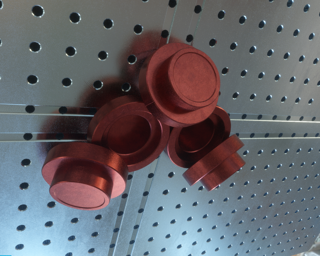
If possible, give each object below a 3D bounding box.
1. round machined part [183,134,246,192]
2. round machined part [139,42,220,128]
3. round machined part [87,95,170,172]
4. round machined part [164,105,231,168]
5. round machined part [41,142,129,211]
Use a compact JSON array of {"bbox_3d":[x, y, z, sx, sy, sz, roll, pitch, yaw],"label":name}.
[{"bbox_3d":[0.084,0.055,0.447,0.098,0.042,0.098,-36,167,-9],"label":"round machined part"},{"bbox_3d":[0.029,-0.052,0.352,0.099,0.042,0.098,6,78,-28],"label":"round machined part"},{"bbox_3d":[-0.041,0.004,0.380,0.099,0.042,0.097,-14,125,-21],"label":"round machined part"},{"bbox_3d":[0.045,0.004,0.429,0.099,0.042,0.097,-14,125,-21],"label":"round machined part"},{"bbox_3d":[-0.088,0.062,0.361,0.099,0.042,0.097,3,140,3],"label":"round machined part"}]
